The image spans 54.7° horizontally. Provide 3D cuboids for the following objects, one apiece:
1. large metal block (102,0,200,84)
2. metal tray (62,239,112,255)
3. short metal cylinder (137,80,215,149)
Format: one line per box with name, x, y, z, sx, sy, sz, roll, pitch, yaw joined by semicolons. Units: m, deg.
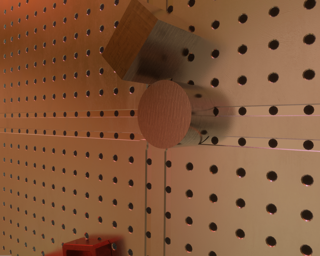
large metal block;-0.011;-0.102;0.383;0.050;0.081;0.080;51;120;28
metal tray;-0.113;0.250;0.499;0.090;0.030;0.129;-15;80;39
short metal cylinder;0.019;-0.016;0.377;0.080;0.050;0.079;0;90;40
